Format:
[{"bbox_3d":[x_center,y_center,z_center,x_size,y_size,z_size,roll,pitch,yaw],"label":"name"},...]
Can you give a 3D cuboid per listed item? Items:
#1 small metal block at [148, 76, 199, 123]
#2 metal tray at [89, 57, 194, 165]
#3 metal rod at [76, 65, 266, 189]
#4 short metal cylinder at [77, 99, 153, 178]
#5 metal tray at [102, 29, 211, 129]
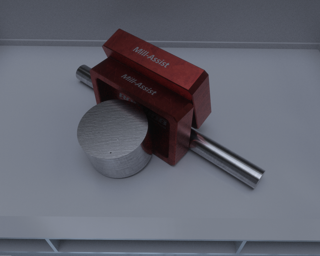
[{"bbox_3d":[0.019,-0.042,0.438,0.050,0.025,0.050,33,57,24],"label":"small metal block"},{"bbox_3d":[-0.024,-0.020,0.378,0.130,0.089,0.030,32,57,23],"label":"metal tray"},{"bbox_3d":[-0.002,-0.013,0.416,0.300,0.025,0.025,32,57,23],"label":"metal rod"},{"bbox_3d":[-0.051,0.013,0.368,0.080,0.050,0.080,-3,57,4],"label":"short metal cylinder"},{"bbox_3d":[-0.002,-0.058,0.377,0.130,0.090,0.030,32,74,23],"label":"metal tray"}]
